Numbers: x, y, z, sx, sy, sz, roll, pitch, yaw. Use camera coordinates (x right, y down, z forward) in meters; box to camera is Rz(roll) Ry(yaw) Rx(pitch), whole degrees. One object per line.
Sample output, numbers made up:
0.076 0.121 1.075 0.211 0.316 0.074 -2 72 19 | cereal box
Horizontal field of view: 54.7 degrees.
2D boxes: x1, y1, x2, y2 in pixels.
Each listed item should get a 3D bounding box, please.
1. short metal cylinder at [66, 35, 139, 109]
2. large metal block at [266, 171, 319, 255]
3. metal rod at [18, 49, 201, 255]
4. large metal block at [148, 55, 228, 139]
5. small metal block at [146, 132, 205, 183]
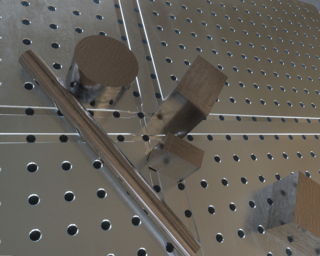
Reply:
-0.074 -0.071 0.397 0.081 0.050 0.080 14 56 -21 | short metal cylinder
0.202 0.120 0.430 0.080 0.050 0.080 33 51 -7 | large metal block
-0.062 0.026 0.359 0.300 0.025 0.025 49 51 6 | metal rod
0.037 -0.038 0.418 0.050 0.080 0.080 36 51 -5 | large metal block
0.018 0.037 0.381 0.050 0.050 0.025 29 52 -11 | small metal block
